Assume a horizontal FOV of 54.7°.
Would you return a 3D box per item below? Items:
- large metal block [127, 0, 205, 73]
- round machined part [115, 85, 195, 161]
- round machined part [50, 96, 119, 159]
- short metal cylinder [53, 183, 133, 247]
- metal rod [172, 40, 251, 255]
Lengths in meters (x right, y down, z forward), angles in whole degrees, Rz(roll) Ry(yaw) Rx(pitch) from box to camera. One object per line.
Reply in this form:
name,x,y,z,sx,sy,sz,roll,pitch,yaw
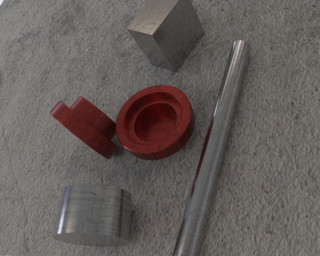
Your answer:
large metal block,0.011,-0.141,0.449,0.050,0.080,0.080,26,76,37
round machined part,-0.003,-0.003,0.393,0.098,0.042,0.098,-10,57,16
round machined part,-0.092,-0.005,0.408,0.098,0.098,0.042,33,81,38
short metal cylinder,-0.073,0.099,0.346,0.080,0.080,0.050,-11,57,22
metal rod,0.062,0.023,0.357,0.025,0.025,0.300,6,64,30
